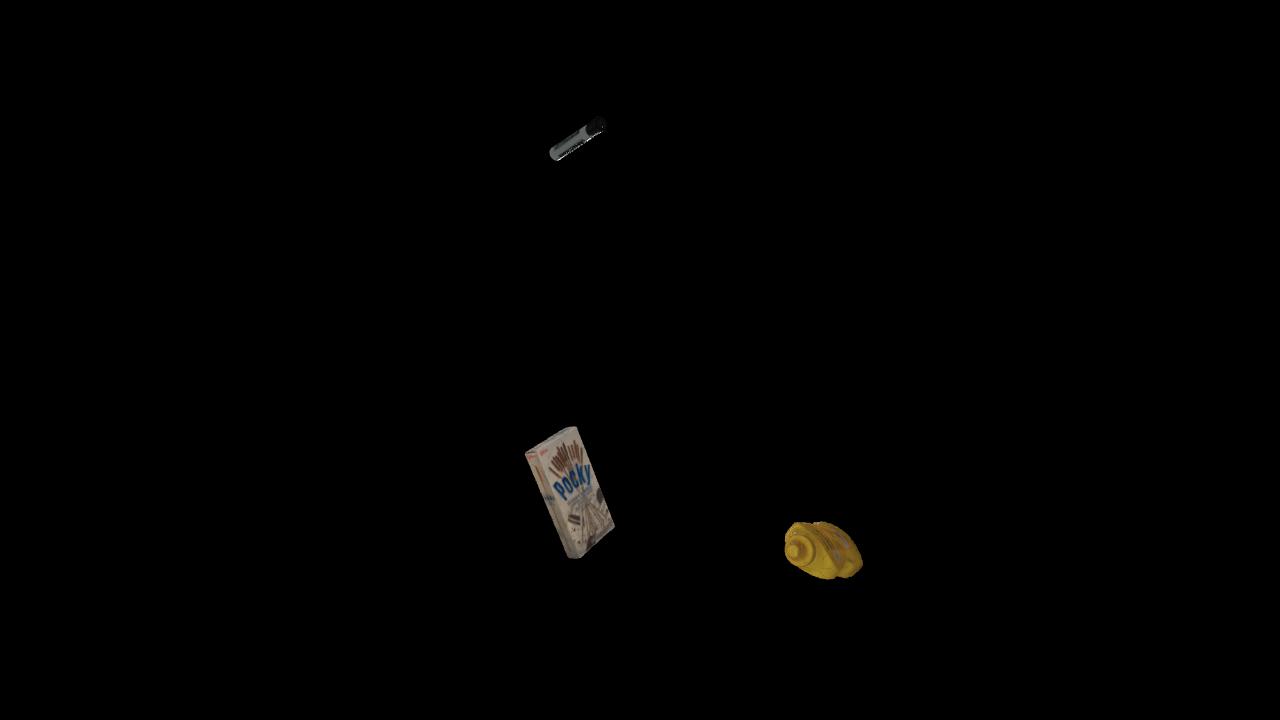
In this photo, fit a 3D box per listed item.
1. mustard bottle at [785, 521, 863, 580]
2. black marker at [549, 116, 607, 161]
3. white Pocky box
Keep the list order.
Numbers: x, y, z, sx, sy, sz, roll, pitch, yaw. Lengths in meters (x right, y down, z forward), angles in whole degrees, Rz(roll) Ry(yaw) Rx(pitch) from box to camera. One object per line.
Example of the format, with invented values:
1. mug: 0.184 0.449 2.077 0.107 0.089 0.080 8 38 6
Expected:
1. mustard bottle: 0.257 0.274 0.892 0.054 0.092 0.184 -46 -35 18
2. black marker: -0.080 -0.282 0.785 0.020 0.020 0.121 0 -2 -36
3. white Pocky box: -0.091 0.174 0.818 0.028 0.154 0.084 -15 9 38
